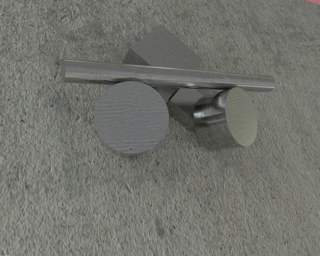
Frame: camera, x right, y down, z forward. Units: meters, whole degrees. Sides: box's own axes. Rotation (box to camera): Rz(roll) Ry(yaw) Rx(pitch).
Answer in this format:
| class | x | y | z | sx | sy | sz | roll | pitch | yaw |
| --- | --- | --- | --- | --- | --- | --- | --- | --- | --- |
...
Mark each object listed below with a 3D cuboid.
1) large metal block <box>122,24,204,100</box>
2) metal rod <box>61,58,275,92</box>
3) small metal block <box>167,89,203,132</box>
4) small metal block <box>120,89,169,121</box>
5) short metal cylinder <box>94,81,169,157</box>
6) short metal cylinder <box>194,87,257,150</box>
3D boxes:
| class | x | y | z | sx | sy | sz | roll | pitch | yaw |
| --- | --- | --- | --- | --- | --- | --- | --- | --- | --- |
| large metal block | 0.002 | -0.089 | 0.442 | 0.080 | 0.050 | 0.080 | 41 | 51 | -1 |
| metal rod | 0.032 | -0.063 | 0.394 | 0.303 | 0.025 | 0.025 | -1 | 63 | -29 |
| small metal block | 0.040 | -0.031 | 0.445 | 0.050 | 0.025 | 0.050 | 40 | 51 | -1 |
| small metal block | -0.025 | -0.033 | 0.412 | 0.050 | 0.025 | 0.050 | 40 | 50 | -1 |
| short metal cylinder | -0.034 | -0.008 | 0.357 | 0.081 | 0.050 | 0.080 | 2 | 79 | -10 |
| short metal cylinder | 0.091 | -0.011 | 0.427 | 0.081 | 0.050 | 0.080 | 13 | 72 | -44 |
